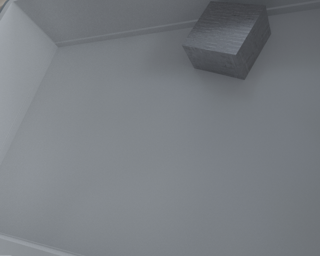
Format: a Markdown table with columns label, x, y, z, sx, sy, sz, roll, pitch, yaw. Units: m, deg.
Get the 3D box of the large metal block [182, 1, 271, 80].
| label | x | y | z | sx | sy | sz | roll | pitch | yaw |
| --- | --- | --- | --- | --- | --- | --- | --- | --- | --- |
| large metal block | 0.090 | -0.119 | 0.415 | 0.080 | 0.050 | 0.080 | 22 | 73 | 36 |
